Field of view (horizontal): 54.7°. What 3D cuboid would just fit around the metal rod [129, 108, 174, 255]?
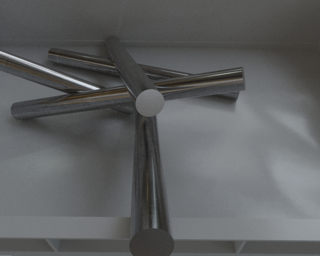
[{"bbox_3d":[-0.013,0.008,0.311,0.025,0.025,0.300,-2,23,-2],"label":"metal rod"}]

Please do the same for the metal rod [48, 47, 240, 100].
[{"bbox_3d":[-0.030,-0.086,0.476,0.301,0.025,0.025,13,51,10],"label":"metal rod"}]

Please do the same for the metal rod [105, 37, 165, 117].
[{"bbox_3d":[-0.045,-0.082,0.395,0.025,0.025,0.300,-12,27,-10],"label":"metal rod"}]

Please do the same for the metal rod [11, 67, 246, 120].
[{"bbox_3d":[-0.053,-0.037,0.373,0.301,0.025,0.025,-6,48,20],"label":"metal rod"}]

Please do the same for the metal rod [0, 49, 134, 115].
[{"bbox_3d":[-0.174,-0.076,0.384,0.302,0.025,0.025,19,48,-19],"label":"metal rod"}]
